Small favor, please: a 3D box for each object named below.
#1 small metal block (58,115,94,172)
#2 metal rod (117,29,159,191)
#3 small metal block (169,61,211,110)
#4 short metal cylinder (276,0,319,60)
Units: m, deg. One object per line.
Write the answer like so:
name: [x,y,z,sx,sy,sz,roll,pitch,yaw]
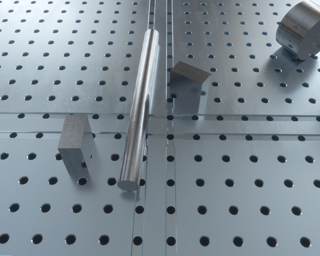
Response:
small metal block: [-0.100,0.019,0.375,0.025,0.050,0.050,0,50,0]
metal rod: [-0.025,-0.049,0.448,0.025,0.025,0.300,3,50,3]
small metal block: [0.042,-0.061,0.443,0.050,0.050,0.025,27,55,21]
short metal cylinder: [0.240,-0.159,0.507,0.081,0.080,0.050,-23,54,-18]
